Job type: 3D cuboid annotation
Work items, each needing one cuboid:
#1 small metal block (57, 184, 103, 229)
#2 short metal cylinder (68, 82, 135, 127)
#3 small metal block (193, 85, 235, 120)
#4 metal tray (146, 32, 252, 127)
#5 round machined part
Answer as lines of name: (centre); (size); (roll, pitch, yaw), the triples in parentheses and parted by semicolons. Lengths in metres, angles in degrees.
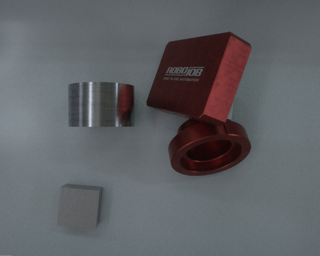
small metal block: (-0.105, 0.103, 0.410); (0.050, 0.025, 0.050); (5, 90, -1)
short metal cylinder: (-0.072, -0.026, 0.383); (0.081, 0.080, 0.050); (0, 90, -1)
small metal block: (0.069, -0.035, 0.405); (0.050, 0.025, 0.050); (14, 71, -1)
metal tray: (0.037, -0.057, 0.360); (0.030, 0.130, 0.090); (19, 90, -29)
round machined part: (0.058, 0.018, 0.385); (0.099, 0.098, 0.042); (-11, 56, 0)
